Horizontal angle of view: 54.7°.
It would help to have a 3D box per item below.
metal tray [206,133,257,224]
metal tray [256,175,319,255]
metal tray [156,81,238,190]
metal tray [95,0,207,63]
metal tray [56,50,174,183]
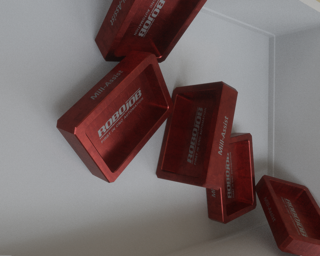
[{"bbox_3d":[0.115,0.077,0.502,0.091,0.030,0.129,-9,96,-40],"label":"metal tray"},{"bbox_3d":[0.212,0.137,0.487,0.091,0.130,0.030,16,121,-12],"label":"metal tray"},{"bbox_3d":[0.046,0.009,0.405,0.030,0.090,0.129,20,77,-39],"label":"metal tray"},{"bbox_3d":[-0.005,-0.128,0.339,0.091,0.129,0.030,-8,61,-40],"label":"metal tray"},{"bbox_3d":[-0.042,-0.015,0.351,0.130,0.030,0.090,-50,138,-27],"label":"metal tray"}]
